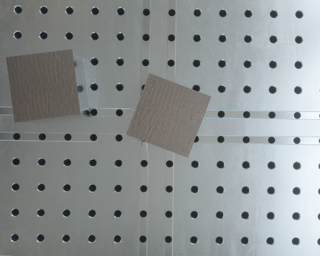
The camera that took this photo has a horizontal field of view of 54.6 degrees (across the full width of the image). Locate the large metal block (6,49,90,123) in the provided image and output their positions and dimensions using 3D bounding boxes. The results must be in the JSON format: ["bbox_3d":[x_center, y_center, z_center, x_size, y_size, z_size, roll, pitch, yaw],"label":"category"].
[{"bbox_3d":[-0.141,-0.051,0.400,0.080,0.050,0.080,-7,90,0],"label":"large metal block"}]

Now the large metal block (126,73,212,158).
[{"bbox_3d":[0.011,-0.015,0.401,0.080,0.050,0.080,21,90,0],"label":"large metal block"}]
